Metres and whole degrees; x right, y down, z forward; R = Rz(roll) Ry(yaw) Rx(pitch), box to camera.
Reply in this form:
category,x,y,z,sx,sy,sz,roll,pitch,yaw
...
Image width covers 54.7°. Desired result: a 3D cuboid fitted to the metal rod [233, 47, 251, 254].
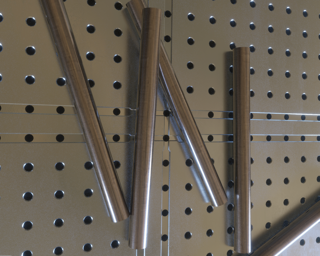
category,x,y,z,sx,sy,sz,roll,pitch,yaw
metal rod,0.121,0.032,0.459,0.025,0.025,0.298,-1,90,-20

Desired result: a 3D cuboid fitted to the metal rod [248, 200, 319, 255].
category,x,y,z,sx,sy,sz,roll,pitch,yaw
metal rod,0.207,0.168,0.491,0.302,0.025,0.025,-29,100,-18

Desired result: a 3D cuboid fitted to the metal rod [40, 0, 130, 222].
category,x,y,z,sx,sy,sz,roll,pitch,yaw
metal rod,-0.092,-0.028,0.379,0.025,0.025,0.298,-18,96,-19

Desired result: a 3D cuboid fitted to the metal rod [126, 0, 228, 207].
category,x,y,z,sx,sy,sz,roll,pitch,yaw
metal rod,0.027,-0.029,0.423,0.025,0.025,0.299,-27,99,-18

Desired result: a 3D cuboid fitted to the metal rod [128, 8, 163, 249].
category,x,y,z,sx,sy,sz,roll,pitch,yaw
metal rod,-0.019,0.004,0.392,0.025,0.025,0.298,2,95,-20
